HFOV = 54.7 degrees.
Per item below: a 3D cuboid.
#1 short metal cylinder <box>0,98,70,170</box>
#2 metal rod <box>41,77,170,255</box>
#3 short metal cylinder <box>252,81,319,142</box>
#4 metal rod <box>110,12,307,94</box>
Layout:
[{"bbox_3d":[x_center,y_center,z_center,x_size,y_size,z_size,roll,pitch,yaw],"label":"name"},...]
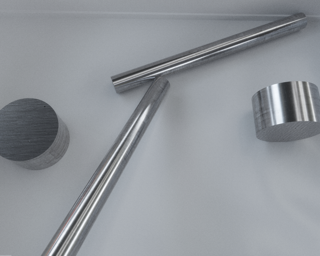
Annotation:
[{"bbox_3d":[-0.161,0.009,0.391,0.081,0.050,0.080,0,70,0],"label":"short metal cylinder"},{"bbox_3d":[-0.047,0.035,0.330,0.025,0.025,0.301,21,46,7],"label":"metal rod"},{"bbox_3d":[0.159,-0.018,0.389,0.081,0.080,0.050,-1,70,-1],"label":"short metal cylinder"},{"bbox_3d":[0.076,-0.112,0.451,0.302,0.025,0.025,-20,72,-8],"label":"metal rod"}]
